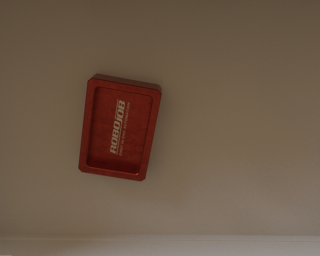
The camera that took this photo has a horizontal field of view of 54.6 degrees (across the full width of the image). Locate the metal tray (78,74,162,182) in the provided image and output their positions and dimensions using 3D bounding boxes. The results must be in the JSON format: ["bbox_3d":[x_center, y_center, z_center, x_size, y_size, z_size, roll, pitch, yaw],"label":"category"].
[{"bbox_3d":[-0.053,0.001,0.408,0.090,0.030,0.129,10,110,-4],"label":"metal tray"}]
